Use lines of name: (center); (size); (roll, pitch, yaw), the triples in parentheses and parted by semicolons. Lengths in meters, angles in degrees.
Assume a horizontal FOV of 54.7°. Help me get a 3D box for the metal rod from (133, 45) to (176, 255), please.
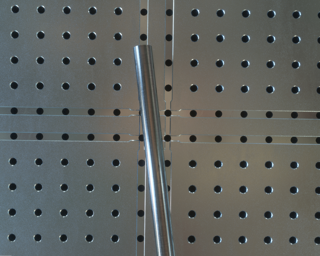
metal rod: (-0.007, 0.041, 0.413); (0.025, 0.025, 0.298); (-6, 90, 0)
